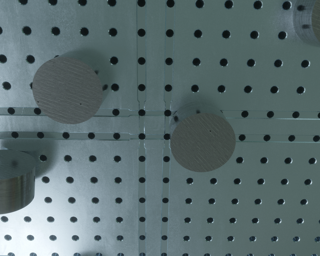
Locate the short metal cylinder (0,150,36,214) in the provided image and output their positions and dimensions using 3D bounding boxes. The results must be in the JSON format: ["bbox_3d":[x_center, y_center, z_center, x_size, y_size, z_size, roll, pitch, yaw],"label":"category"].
[{"bbox_3d":[-0.207,0.068,0.406,0.081,0.080,0.050,9,110,-4],"label":"short metal cylinder"}]

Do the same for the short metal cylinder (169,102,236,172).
[{"bbox_3d":[0.053,0.011,0.405,0.081,0.050,0.079,0,110,-1],"label":"short metal cylinder"}]

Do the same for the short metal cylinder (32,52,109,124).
[{"bbox_3d":[-0.106,-0.050,0.380,0.081,0.050,0.079,0,110,-1],"label":"short metal cylinder"}]

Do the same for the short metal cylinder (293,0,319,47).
[{"bbox_3d":[0.203,-0.131,0.355,0.081,0.050,0.079,0,110,-1],"label":"short metal cylinder"}]
